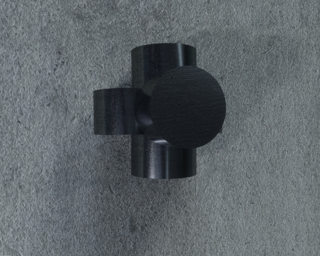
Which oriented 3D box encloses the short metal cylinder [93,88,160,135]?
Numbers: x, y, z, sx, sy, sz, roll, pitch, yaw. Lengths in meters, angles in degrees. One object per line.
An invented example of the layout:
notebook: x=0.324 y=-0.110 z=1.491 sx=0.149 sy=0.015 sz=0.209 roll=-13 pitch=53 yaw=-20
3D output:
short metal cylinder: x=-0.038 y=-0.018 z=0.368 sx=0.081 sy=0.080 sz=0.050 roll=-1 pitch=91 yaw=-20

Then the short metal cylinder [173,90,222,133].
short metal cylinder: x=0.039 y=-0.019 z=0.396 sx=0.081 sy=0.080 sz=0.050 roll=0 pitch=91 yaw=-20

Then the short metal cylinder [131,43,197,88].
short metal cylinder: x=0.005 y=-0.070 z=0.384 sx=0.081 sy=0.080 sz=0.050 roll=-2 pitch=91 yaw=-20

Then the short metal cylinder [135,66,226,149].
short metal cylinder: x=0.020 y=-0.020 z=0.320 sx=0.081 sy=0.050 sz=0.079 roll=0 pitch=90 yaw=-21

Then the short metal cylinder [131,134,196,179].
short metal cylinder: x=0.005 y=0.031 z=0.384 sx=0.081 sy=0.080 sz=0.050 roll=0 pitch=90 yaw=-20
